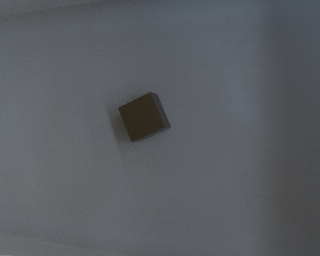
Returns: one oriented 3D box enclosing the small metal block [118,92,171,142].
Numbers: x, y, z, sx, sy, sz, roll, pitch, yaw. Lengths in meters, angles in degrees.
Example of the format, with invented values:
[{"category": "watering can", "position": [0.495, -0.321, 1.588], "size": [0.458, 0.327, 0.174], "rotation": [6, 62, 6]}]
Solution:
[{"category": "small metal block", "position": [-0.021, -0.014, 0.413], "size": [0.050, 0.025, 0.050], "rotation": [-24, 82, 18]}]
